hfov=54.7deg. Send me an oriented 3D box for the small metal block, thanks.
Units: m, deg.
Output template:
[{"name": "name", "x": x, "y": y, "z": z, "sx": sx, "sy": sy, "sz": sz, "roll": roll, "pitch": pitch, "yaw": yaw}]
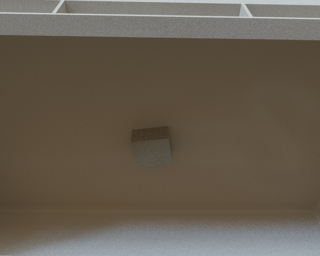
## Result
[{"name": "small metal block", "x": -0.010, "y": 0.027, "z": 0.432, "sx": 0.050, "sy": 0.025, "sz": 0.050, "roll": -6, "pitch": 130, "yaw": 4}]
